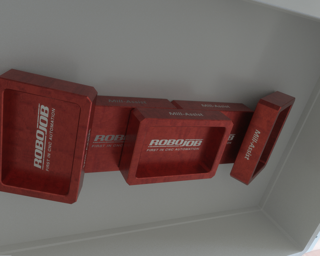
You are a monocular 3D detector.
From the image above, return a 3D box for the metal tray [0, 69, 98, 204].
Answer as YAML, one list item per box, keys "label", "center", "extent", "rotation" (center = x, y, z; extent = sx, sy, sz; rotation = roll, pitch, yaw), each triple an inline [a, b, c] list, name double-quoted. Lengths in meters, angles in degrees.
- label: "metal tray"
  center: [-0.121, 0.013, 0.322]
  extent: [0.091, 0.030, 0.129]
  rotation: [12, 115, -6]

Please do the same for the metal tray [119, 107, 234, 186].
- label: "metal tray"
  center: [0.021, 0.023, 0.390]
  extent: [0.131, 0.030, 0.089]
  rotation: [1, 118, -29]

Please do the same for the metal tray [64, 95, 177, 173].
- label: "metal tray"
  center: [-0.048, 0.008, 0.383]
  extent: [0.131, 0.030, 0.089]
  rotation: [0, 118, -28]

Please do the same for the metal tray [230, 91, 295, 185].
- label: "metal tray"
  center: [0.157, 0.014, 0.472]
  extent: [0.091, 0.030, 0.129]
  rotation: [-21, 132, -52]

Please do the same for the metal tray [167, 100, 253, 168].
- label: "metal tray"
  center: [0.067, 0.009, 0.446]
  extent: [0.131, 0.030, 0.089]
  rotation: [0, 118, -28]
